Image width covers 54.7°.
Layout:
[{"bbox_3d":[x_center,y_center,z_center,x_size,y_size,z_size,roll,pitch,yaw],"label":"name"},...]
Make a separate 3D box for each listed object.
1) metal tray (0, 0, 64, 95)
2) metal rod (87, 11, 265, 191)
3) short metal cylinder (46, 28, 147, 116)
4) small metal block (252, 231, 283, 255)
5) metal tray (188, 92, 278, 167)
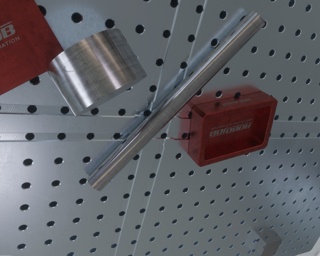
[{"bbox_3d":[-0.164,-0.073,0.274,0.131,0.030,0.090,-31,129,-9],"label":"metal tray"},{"bbox_3d":[0.018,-0.032,0.401,0.300,0.025,0.025,-45,129,3],"label":"metal rod"},{"bbox_3d":[-0.060,-0.053,0.301,0.080,0.080,0.050,-31,96,-8],"label":"short metal cylinder"},{"bbox_3d":[0.247,0.271,0.715,0.050,0.025,0.050,-2,119,-28],"label":"small metal block"},{"bbox_3d":[0.110,0.001,0.468,0.131,0.030,0.089,-13,124,-22],"label":"metal tray"}]
